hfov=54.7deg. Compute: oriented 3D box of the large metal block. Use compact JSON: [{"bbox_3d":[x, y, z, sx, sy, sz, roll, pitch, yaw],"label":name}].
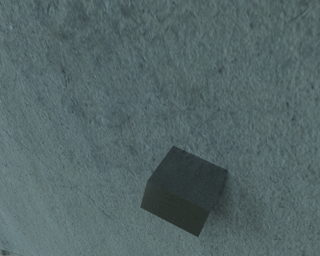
[{"bbox_3d":[0.032,0.079,0.402,0.080,0.080,0.050,24,127,13],"label":"large metal block"}]
